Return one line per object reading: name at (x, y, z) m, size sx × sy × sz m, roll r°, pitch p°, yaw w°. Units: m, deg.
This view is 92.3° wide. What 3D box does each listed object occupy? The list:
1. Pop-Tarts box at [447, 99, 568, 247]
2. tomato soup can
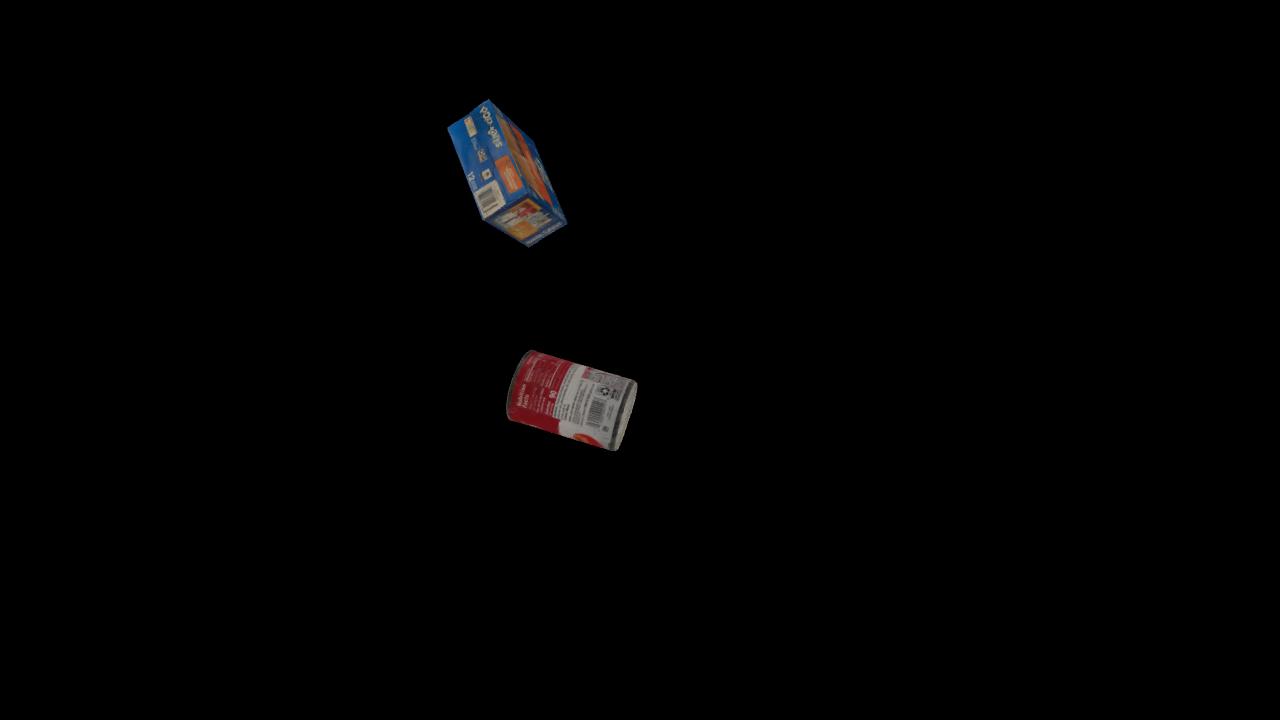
Pop-Tarts box at (-0.200, -0.282, 0.948) m, size 0.083 × 0.167 × 0.141 m, roll -26°, pitch -14°, yaw 13°
tomato soup can at (-0.059, 0.036, 0.551) m, size 0.101 × 0.068 × 0.068 m, roll 16°, pitch 2°, yaw 7°
